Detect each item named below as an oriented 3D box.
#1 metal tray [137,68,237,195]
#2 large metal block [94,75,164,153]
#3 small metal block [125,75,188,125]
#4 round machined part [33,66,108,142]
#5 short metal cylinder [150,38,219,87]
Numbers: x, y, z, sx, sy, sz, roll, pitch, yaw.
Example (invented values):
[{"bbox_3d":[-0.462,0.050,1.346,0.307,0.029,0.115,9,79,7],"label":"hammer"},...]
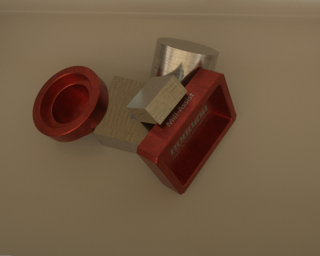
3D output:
[{"bbox_3d":[0.038,0.005,0.371,0.030,0.090,0.130,25,69,37],"label":"metal tray"},{"bbox_3d":[-0.029,-0.013,0.399,0.080,0.050,0.080,14,71,4],"label":"large metal block"},{"bbox_3d":[-0.005,-0.032,0.352,0.025,0.050,0.050,47,73,-25],"label":"small metal block"},{"bbox_3d":[-0.108,-0.027,0.395,0.098,0.042,0.098,-10,63,20],"label":"round machined part"},{"bbox_3d":[0.031,-0.082,0.402,0.080,0.080,0.050,15,115,5],"label":"short metal cylinder"}]
